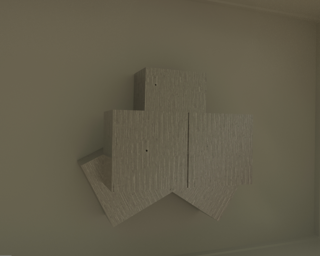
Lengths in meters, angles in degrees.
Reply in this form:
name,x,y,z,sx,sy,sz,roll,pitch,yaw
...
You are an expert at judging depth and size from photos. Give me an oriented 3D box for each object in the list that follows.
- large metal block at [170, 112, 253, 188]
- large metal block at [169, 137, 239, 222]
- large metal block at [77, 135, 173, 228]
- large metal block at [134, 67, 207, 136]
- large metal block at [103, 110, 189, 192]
name,x,y,z,sx,sy,sz,roll,pitch,yaw
large metal block,0.059,0.024,0.363,0.081,0.050,0.080,1,90,-20
large metal block,0.057,0.064,0.415,0.080,0.050,0.080,36,79,-16
large metal block,-0.044,0.059,0.379,0.081,0.050,0.080,-28,99,-18
large metal block,0.012,-0.031,0.400,0.081,0.050,0.080,2,90,-20
large metal block,-0.017,0.022,0.336,0.081,0.050,0.080,1,90,-20
